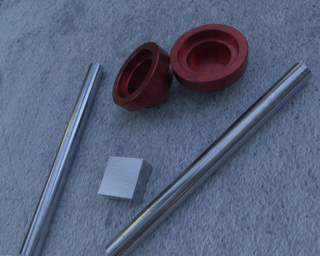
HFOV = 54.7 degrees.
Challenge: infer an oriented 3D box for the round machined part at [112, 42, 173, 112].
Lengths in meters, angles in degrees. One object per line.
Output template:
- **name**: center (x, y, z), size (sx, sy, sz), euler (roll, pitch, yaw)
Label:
- **round machined part**: center (-0.020, -0.066, 0.430), size (0.098, 0.042, 0.098), euler (-32, 43, 36)

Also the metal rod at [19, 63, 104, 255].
- **metal rod**: center (-0.136, 0.030, 0.456), size (0.025, 0.025, 0.300), euler (-2, 61, 27)

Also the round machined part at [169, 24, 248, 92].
- **round machined part**: center (0.065, -0.086, 0.405), size (0.098, 0.042, 0.098), euler (-7, 58, 12)

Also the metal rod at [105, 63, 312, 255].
- **metal rod**: center (0.056, 0.037, 0.351), size (0.300, 0.025, 0.025), euler (-44, 51, -2)

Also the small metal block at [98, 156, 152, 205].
- **small metal block**: center (-0.043, 0.065, 0.387), size (0.050, 0.025, 0.050), euler (1, 62, 28)
